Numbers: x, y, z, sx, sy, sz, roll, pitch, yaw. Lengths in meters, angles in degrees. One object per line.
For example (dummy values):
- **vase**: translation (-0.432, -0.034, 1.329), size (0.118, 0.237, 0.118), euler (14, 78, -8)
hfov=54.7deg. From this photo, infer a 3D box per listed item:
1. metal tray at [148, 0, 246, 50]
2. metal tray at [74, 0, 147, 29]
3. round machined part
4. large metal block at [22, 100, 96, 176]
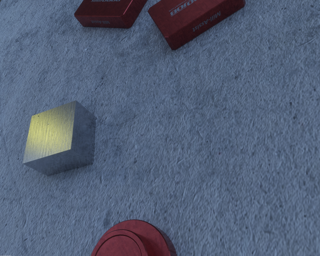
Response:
- **metal tray**: translation (0.054, -0.190, 0.488), size (0.130, 0.030, 0.090), euler (-31, 52, 7)
- **metal tray**: translation (-0.092, -0.236, 0.592), size (0.130, 0.030, 0.090), euler (14, 69, 33)
- **round machined part**: translation (-0.034, 0.144, 0.321), size (0.098, 0.042, 0.098), euler (-13, 56, 20)
- **large metal block**: translation (-0.143, 0.016, 0.451), size (0.080, 0.050, 0.080), euler (-17, 55, 18)
